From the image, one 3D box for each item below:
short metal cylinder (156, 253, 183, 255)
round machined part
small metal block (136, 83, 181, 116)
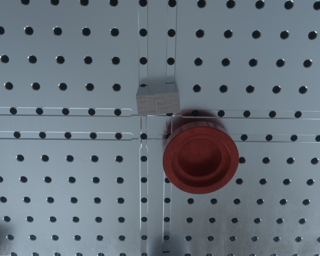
[{"bbox_3d":[0.016,0.248,0.491,0.081,0.050,0.079,0,110,0],"label":"short metal cylinder"},{"bbox_3d":[0.053,0.036,0.418,0.099,0.042,0.097,0,110,0],"label":"round machined part"},{"bbox_3d":[-0.002,-0.037,0.386,0.050,0.050,0.025,-5,110,2],"label":"small metal block"}]
